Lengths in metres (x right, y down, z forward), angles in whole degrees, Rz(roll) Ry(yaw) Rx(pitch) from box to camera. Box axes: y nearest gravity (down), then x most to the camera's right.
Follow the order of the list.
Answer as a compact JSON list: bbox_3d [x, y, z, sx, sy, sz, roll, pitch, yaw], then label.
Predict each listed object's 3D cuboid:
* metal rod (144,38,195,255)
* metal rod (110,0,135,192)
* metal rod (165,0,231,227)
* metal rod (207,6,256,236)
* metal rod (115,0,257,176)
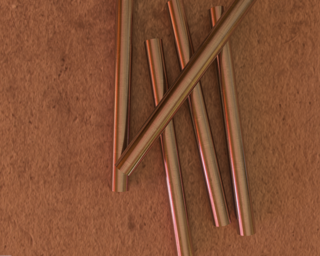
[{"bbox_3d":[0.013,0.033,0.410,0.025,0.025,0.298,-9,90,0],"label":"metal rod"},{"bbox_3d":[-0.049,-0.067,0.409,0.025,0.025,0.298,2,90,-1],"label":"metal rod"},{"bbox_3d":[0.051,-0.020,0.410,0.025,0.025,0.298,-12,90,0],"label":"metal rod"},{"bbox_3d":[0.095,-0.009,0.411,0.025,0.025,0.298,-8,90,0],"label":"metal rod"},{"bbox_3d":[0.041,-0.069,0.384,0.025,0.025,0.299,36,90,-1],"label":"metal rod"}]
